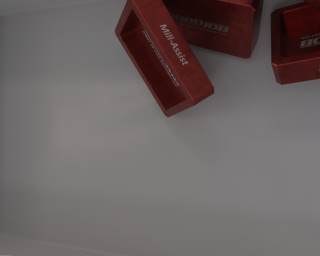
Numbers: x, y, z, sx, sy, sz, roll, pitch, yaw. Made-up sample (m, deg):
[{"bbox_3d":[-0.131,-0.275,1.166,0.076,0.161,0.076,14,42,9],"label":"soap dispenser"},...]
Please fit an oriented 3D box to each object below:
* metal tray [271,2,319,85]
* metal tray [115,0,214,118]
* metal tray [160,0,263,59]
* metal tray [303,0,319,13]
[{"bbox_3d":[0.182,-0.096,0.309,0.130,0.030,0.090,-7,53,28],"label":"metal tray"},{"bbox_3d":[0.001,-0.080,0.361,0.030,0.090,0.130,-33,93,-19],"label":"metal tray"},{"bbox_3d":[0.047,-0.131,0.356,0.130,0.090,0.030,20,75,19],"label":"metal tray"},{"bbox_3d":[0.154,-0.150,0.260,0.090,0.131,0.030,-37,34,53],"label":"metal tray"}]
